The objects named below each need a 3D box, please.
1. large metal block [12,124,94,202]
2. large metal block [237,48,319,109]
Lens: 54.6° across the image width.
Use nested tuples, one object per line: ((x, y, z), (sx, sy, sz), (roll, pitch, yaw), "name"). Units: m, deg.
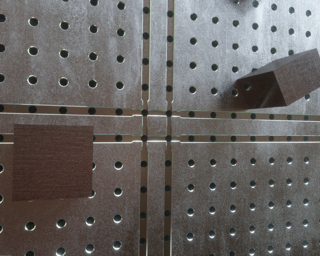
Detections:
((-0.121, 0.036, 0.355), (0.081, 0.050, 0.080), (1, 90, -20), "large metal block")
((0.174, -0.068, 0.447), (0.080, 0.080, 0.050), (-28, 99, -18), "large metal block")
